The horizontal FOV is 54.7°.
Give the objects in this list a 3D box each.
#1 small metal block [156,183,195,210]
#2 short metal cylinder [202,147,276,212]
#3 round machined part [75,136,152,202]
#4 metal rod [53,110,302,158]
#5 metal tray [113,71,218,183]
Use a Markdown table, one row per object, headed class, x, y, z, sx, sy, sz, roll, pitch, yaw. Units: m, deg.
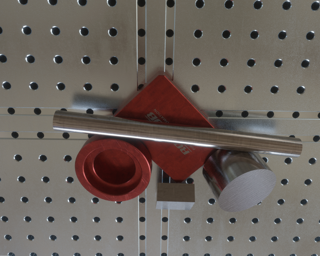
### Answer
| class | x | y | z | sx | sy | sz | roll | pitch | yaw |
| --- | --- | --- | --- | --- | --- | --- | --- | --- | --- |
| small metal block | 0.020 | 0.097 | 0.435 | 0.050 | 0.025 | 0.050 | 2 | 153 | -2 |
| short metal cylinder | 0.103 | 0.065 | 0.409 | 0.081 | 0.050 | 0.079 | -11 | 131 | -13 |
| round machined part | -0.059 | 0.047 | 0.416 | 0.099 | 0.042 | 0.097 | 2 | 116 | 4 |
| metal rod | 0.024 | 0.008 | 0.383 | 0.302 | 0.025 | 0.025 | 7 | 110 | -3 |
| metal tray | 0.014 | 0.001 | 0.413 | 0.090 | 0.030 | 0.130 | -42 | 106 | 13 |
